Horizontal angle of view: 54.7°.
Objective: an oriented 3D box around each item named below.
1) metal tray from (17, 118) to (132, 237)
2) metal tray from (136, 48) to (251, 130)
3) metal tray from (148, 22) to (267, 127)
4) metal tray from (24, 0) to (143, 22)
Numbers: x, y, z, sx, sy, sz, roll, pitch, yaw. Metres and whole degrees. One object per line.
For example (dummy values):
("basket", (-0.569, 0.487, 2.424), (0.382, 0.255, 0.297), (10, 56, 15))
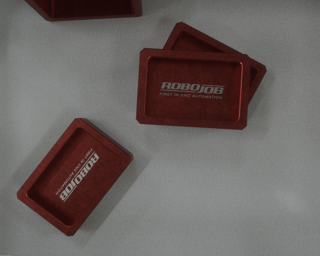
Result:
("metal tray", (-0.109, 0.062, 0.407), (0.090, 0.030, 0.130), (38, 90, 0))
("metal tray", (0.039, -0.046, 0.378), (0.131, 0.030, 0.089), (3, 90, 0))
("metal tray", (0.060, -0.068, 0.409), (0.130, 0.030, 0.090), (28, 90, 0))
("metal tray", (-0.090, -0.163, 0.377), (0.131, 0.090, 0.030), (-3, 90, 0))
